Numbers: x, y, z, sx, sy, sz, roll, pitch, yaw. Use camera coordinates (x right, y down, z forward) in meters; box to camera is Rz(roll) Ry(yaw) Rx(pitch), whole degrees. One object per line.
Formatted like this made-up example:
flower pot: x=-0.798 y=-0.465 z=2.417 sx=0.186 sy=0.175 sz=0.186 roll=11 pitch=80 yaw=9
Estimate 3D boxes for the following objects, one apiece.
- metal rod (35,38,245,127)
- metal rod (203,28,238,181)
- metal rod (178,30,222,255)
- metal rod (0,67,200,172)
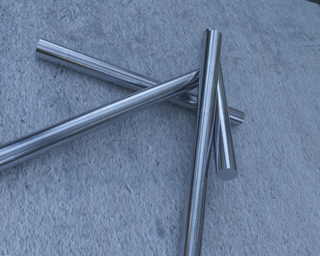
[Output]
metal rod: x=-0.014 y=-0.057 z=0.430 sx=0.302 sy=0.025 sz=0.025 roll=17 pitch=55 yaw=-18
metal rod: x=0.083 y=-0.057 z=0.453 sx=0.025 sy=0.025 sz=0.300 roll=20 pitch=45 yaw=-17
metal rod: x=0.053 y=0.009 z=0.383 sx=0.025 sy=0.025 sz=0.299 roll=16 pitch=68 yaw=-19
metal rod: x=-0.048 y=-0.022 z=0.371 sx=0.302 sy=0.025 sz=0.025 roll=-26 pitch=76 yaw=-31
